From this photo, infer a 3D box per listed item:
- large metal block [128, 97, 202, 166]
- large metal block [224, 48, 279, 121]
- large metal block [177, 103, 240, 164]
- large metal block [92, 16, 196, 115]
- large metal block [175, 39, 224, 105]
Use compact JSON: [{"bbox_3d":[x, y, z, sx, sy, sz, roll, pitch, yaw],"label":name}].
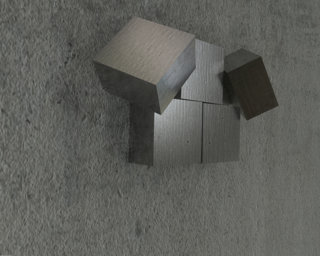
[{"bbox_3d":[0.008,0.005,0.398,0.081,0.050,0.079,2,89,-40],"label":"large metal block"},{"bbox_3d":[0.129,-0.069,0.473,0.050,0.080,0.080,-26,112,6],"label":"large metal block"},{"bbox_3d":[0.071,0.008,0.449,0.081,0.050,0.079,2,89,-40],"label":"large metal block"},{"bbox_3d":[-0.014,-0.072,0.351,0.080,0.080,0.050,-55,157,-26],"label":"large metal block"},{"bbox_3d":[0.042,-0.075,0.428,0.081,0.050,0.080,4,88,-40],"label":"large metal block"}]
